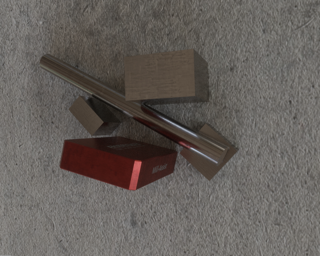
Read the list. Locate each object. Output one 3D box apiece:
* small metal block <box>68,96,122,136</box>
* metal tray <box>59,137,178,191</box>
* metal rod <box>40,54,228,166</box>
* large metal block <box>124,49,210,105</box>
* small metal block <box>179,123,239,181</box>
[{"bbox_3d":[-0.088,-0.016,0.426,0.050,0.050,0.025,46,104,14],"label":"small metal block"},{"bbox_3d":[-0.041,0.036,0.368,0.090,0.130,0.030,13,95,19],"label":"metal tray"},{"bbox_3d":[-0.050,-0.034,0.412,0.300,0.025,0.025,29,99,22],"label":"metal rod"},{"bbox_3d":[0.012,-0.057,0.375,0.080,0.080,0.050,-2,90,19],"label":"large metal block"},{"bbox_3d":[0.062,0.029,0.388,0.050,0.025,0.050,43,103,14],"label":"small metal block"}]
